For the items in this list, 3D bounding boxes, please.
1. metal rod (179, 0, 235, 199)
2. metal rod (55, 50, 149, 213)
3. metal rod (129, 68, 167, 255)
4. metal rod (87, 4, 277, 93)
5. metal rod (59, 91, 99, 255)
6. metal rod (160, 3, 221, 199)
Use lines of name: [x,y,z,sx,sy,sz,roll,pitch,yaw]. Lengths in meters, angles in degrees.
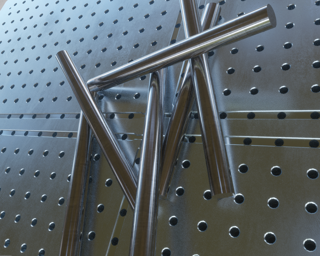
metal rod: [0.054,-0.062,0.394,0.025,0.025,0.299,-16,63,19]
metal rod: [-0.091,-0.013,0.441,0.025,0.025,0.300,-36,59,4]
metal rod: [-0.009,0.011,0.380,0.025,0.025,0.300,-14,48,21]
metal rod: [0.003,-0.093,0.416,0.299,0.025,0.025,-12,55,39]
metal rod: [-0.109,0.076,0.420,0.025,0.025,0.300,-14,56,20]
metal rod: [0.039,-0.052,0.420,0.025,0.025,0.300,4,63,30]
